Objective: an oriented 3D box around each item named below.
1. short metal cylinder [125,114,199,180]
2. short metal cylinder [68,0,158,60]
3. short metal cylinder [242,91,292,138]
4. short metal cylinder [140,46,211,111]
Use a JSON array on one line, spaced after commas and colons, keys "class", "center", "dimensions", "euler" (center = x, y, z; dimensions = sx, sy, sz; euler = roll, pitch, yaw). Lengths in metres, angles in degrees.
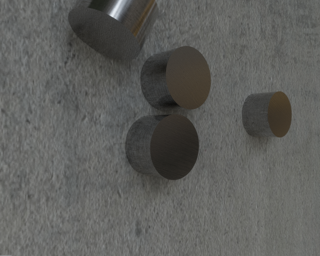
[{"class": "short metal cylinder", "center": [0.004, 0.023, 0.393], "dimensions": [0.081, 0.050, 0.079], "euler": [0, 90, -40]}, {"class": "short metal cylinder", "center": [-0.048, -0.117, 0.330], "dimensions": [0.080, 0.080, 0.050], "euler": [36, 68, -35]}, {"class": "short metal cylinder", "center": [0.191, -0.024, 0.552], "dimensions": [0.081, 0.050, 0.079], "euler": [0, 90, -40]}, {"class": "short metal cylinder", "center": [0.021, -0.063, 0.408], "dimensions": [0.081, 0.050, 0.079], "euler": [0, 90, -40]}]
